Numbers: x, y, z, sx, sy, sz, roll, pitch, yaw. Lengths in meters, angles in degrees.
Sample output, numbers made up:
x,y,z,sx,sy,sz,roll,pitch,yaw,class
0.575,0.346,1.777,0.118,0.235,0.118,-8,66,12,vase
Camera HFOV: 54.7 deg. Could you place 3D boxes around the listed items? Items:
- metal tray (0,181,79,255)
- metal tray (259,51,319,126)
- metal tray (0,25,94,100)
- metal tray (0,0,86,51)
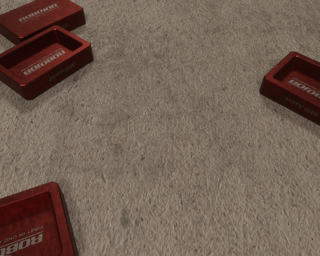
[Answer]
x,y,z,sx,sy,sz,roll,pitch,yaw,class
-0.154,0.115,0.300,0.131,0.030,0.090,-18,52,-15,metal tray
0.225,-0.054,0.448,0.130,0.030,0.090,35,58,25,metal tray
-0.183,-0.107,0.487,0.090,0.030,0.131,32,57,24,metal tray
-0.214,-0.195,0.561,0.090,0.030,0.131,35,58,25,metal tray
